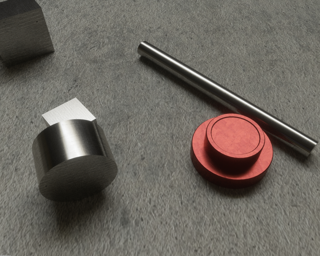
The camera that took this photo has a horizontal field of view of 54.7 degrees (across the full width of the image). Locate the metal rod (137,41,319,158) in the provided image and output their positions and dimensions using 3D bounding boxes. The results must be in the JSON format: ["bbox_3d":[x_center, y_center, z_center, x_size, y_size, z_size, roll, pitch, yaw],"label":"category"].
[{"bbox_3d":[0.080,-0.053,0.448,0.300,0.025,0.025,36,59,26],"label":"metal rod"}]

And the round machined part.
[{"bbox_3d":[0.088,0.021,0.376,0.099,0.042,0.098,0,50,0],"label":"round machined part"}]

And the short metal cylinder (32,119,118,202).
[{"bbox_3d":[-0.092,0.036,0.336,0.081,0.080,0.050,-18,53,-15],"label":"short metal cylinder"}]

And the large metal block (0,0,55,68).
[{"bbox_3d":[-0.226,-0.154,0.494,0.081,0.080,0.050,-28,56,-22],"label":"large metal block"}]

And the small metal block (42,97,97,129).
[{"bbox_3d":[-0.117,-0.007,0.407,0.050,0.025,0.050,-33,58,-25],"label":"small metal block"}]
